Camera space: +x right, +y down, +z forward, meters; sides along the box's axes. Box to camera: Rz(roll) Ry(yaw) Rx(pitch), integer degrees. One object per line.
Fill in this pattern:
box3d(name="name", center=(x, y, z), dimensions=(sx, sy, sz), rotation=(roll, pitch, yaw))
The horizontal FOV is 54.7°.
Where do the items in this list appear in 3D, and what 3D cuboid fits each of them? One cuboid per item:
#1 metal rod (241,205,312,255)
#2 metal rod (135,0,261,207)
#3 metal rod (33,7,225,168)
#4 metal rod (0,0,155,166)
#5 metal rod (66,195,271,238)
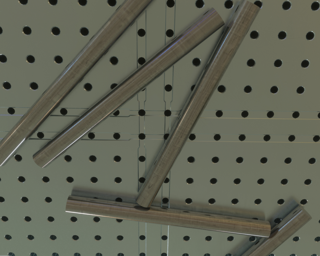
box3d(name="metal rod", center=(0.122, 0.234, 0.501), dimensions=(0.025, 0.025, 0.299), rotation=(38, 105, -13))
box3d(name="metal rod", center=(0.041, -0.018, 0.407), dimensions=(0.025, 0.025, 0.298), rotation=(24, 108, -9))
box3d(name="metal rod", center=(-0.048, -0.044, 0.396), dimensions=(0.300, 0.025, 0.025), rotation=(-37, 106, 12))
box3d(name="metal rod", center=(-0.118, -0.057, 0.390), dimensions=(0.025, 0.025, 0.299), rotation=(43, 104, -14))
box3d(name="metal rod", center=(0.015, 0.133, 0.462), dimensions=(0.302, 0.025, 0.025), rotation=(8, 110, -4))
